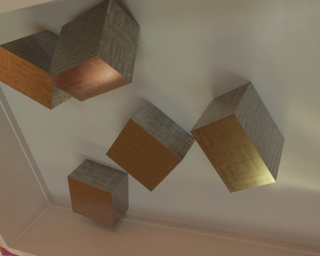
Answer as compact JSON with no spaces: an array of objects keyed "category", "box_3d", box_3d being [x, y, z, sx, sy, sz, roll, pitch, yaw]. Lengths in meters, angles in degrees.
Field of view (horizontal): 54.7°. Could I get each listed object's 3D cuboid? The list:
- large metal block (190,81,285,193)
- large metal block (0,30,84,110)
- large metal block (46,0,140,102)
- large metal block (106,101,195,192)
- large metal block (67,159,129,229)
[{"category":"large metal block","box_3d":[0.087,0.008,0.332,0.050,0.080,0.080,-25,105,37]},{"category":"large metal block","box_3d":[-0.144,-0.078,0.400,0.080,0.080,0.050,29,128,10]},{"category":"large metal block","box_3d":[-0.074,-0.085,0.350,0.080,0.080,0.050,-14,147,33]},{"category":"large metal block","box_3d":[-0.013,0.025,0.415,0.080,0.050,0.080,39,129,1]},{"category":"large metal block","box_3d":[-0.100,0.108,0.512,0.080,0.050,0.079,16,125,19]}]
